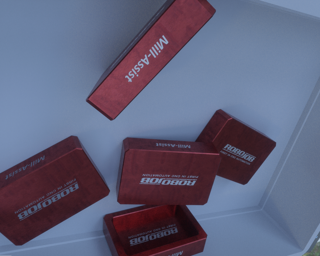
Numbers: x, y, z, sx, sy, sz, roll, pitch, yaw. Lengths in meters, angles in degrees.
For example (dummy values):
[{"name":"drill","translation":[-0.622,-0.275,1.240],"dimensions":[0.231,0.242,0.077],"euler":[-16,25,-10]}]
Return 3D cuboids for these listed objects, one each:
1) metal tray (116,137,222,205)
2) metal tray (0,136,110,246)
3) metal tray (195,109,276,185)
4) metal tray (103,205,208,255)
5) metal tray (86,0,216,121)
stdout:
[{"name":"metal tray","translation":[0.010,0.062,0.429],"dimensions":[0.131,0.030,0.089],"euler":[4,117,-14]},{"name":"metal tray","translation":[-0.139,0.077,0.377],"dimensions":[0.131,0.030,0.090],"euler":[-29,128,-10]},{"name":"metal tray","translation":[0.115,0.034,0.489],"dimensions":[0.131,0.030,0.090],"euler":[24,106,-37]},{"name":"metal tray","translation":[-0.009,0.155,0.457],"dimensions":[0.131,0.090,0.030],"euler":[-7,122,-25]},{"name":"metal tray","translation":[-0.011,-0.075,0.294],"dimensions":[0.030,0.090,0.130],"euler":[40,109,-17]}]
